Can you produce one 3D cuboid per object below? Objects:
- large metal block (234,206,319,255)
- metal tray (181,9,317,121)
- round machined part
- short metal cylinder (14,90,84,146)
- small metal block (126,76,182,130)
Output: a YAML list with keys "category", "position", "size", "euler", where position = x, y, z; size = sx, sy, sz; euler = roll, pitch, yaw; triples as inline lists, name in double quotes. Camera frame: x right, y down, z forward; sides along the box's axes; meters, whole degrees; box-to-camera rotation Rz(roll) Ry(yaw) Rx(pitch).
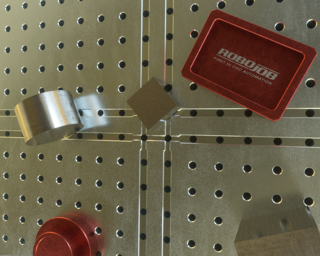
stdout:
- category: "large metal block"
  position: [0.132, 0.128, 0.337]
  size: [0.080, 0.080, 0.050]
  euler: [-19, 84, 19]
- category: "metal tray"
  position: [0.103, -0.075, 0.373]
  size: [0.130, 0.030, 0.090]
  euler: [29, 99, 17]
- category: "round machined part"
  position: [-0.144, 0.180, 0.453]
  size: [0.098, 0.042, 0.097]
  euler: [0, 90, 19]
- category: "short metal cylinder"
  position: [-0.155, -0.013, 0.436]
  size: [0.080, 0.080, 0.050]
  euler: [-24, 82, 18]
- category: "small metal block"
  position: [-0.008, -0.032, 0.414]
  size: [0.050, 0.025, 0.050]
  euler: [-41, 78, 15]
